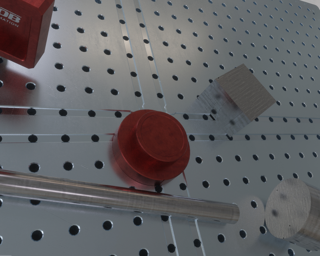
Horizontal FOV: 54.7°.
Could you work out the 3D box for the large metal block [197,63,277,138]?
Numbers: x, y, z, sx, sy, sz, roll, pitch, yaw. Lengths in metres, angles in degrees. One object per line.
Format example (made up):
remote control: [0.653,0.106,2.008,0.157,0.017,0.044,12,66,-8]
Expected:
large metal block: [0.121,-0.044,0.484,0.081,0.050,0.080,-32,79,-38]

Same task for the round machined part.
round machined part: [-0.005,0.018,0.384,0.099,0.042,0.098,14,56,-21]

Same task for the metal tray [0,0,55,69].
metal tray: [-0.181,-0.123,0.312,0.131,0.090,0.030,24,53,-14]

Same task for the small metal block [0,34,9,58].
small metal block: [-0.211,-0.096,0.353,0.050,0.025,0.050,34,51,-6]

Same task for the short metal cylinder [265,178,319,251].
short metal cylinder: [0.185,0.112,0.404,0.050,0.080,0.080,25,53,-14]

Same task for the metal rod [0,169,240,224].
metal rod: [-0.044,0.077,0.337,0.302,0.025,0.025,13,56,-21]
